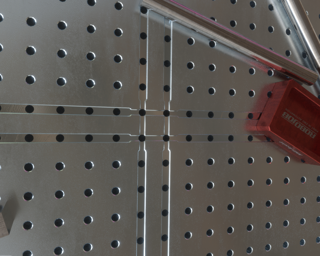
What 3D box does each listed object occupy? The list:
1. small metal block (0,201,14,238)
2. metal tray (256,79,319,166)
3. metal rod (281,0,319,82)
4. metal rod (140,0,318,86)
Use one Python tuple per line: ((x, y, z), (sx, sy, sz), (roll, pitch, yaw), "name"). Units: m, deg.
((-0.189, 0.104, 0.330), (0.050, 0.050, 0.025), (-17, 96, -20), "small metal block")
((0.227, -0.007, 0.495), (0.131, 0.030, 0.090), (30, 80, -18), "metal tray")
((0.232, -0.162, 0.500), (0.025, 0.025, 0.299), (-35, 102, -17), "metal rod")
((0.113, -0.126, 0.455), (0.302, 0.025, 0.025), (19, 84, -20), "metal rod")
